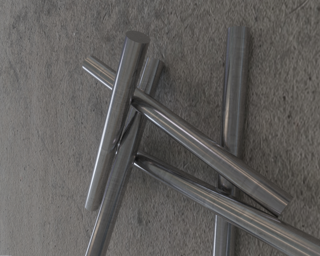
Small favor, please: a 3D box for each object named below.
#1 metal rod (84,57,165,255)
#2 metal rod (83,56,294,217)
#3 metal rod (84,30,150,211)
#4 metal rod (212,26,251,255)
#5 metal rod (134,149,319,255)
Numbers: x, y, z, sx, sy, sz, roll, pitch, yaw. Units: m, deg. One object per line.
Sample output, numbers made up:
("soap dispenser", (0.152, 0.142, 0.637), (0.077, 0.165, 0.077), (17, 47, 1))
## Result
("metal rod", (-0.049, 0.054, 0.397), (0.025, 0.025, 0.299), (12, 83, 39))
("metal rod", (0.010, -0.007, 0.354), (0.300, 0.025, 0.025), (37, 113, 28))
("metal rod", (-0.065, 0.016, 0.402), (0.025, 0.025, 0.298), (49, 136, 29))
("metal rod", (0.076, 0.042, 0.341), (0.025, 0.025, 0.298), (6, 94, 40))
("metal rod", (0.036, 0.067, 0.347), (0.300, 0.025, 0.025), (21, 104, 46))
